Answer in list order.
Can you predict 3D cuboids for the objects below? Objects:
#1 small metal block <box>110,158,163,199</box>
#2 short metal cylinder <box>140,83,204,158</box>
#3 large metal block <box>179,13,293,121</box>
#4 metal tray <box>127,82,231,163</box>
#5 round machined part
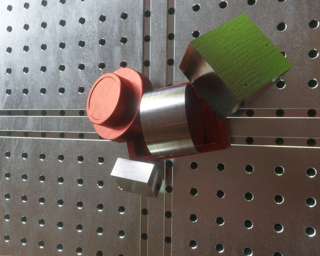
[{"bbox_3d":[-0.029,0.066,0.403,0.050,0.050,0.025,8,59,20],"label":"small metal block"},{"bbox_3d":[0.017,-0.008,0.360,0.050,0.080,0.080,-9,87,19],"label":"short metal cylinder"},{"bbox_3d":[0.082,-0.068,0.345,0.080,0.050,0.080,-32,78,-20],"label":"large metal block"},{"bbox_3d":[0.018,-0.007,0.401,0.130,0.030,0.089,-12,86,19],"label":"metal tray"},{"bbox_3d":[-0.058,-0.033,0.400,0.098,0.042,0.098,-16,66,39],"label":"round machined part"}]
